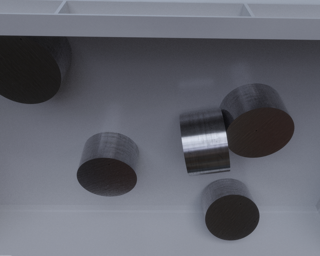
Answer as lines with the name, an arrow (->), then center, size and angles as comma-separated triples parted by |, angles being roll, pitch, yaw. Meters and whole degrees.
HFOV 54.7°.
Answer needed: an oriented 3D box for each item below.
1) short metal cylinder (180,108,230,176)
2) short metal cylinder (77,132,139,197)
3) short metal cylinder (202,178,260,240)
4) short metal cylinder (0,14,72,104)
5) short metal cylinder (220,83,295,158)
short metal cylinder -> 0.056, 0.018, 0.389 | 0.050, 0.080, 0.080 | -9, 130, 7
short metal cylinder -> -0.071, 0.052, 0.436 | 0.081, 0.050, 0.079 | 0, 130, 0
short metal cylinder -> 0.108, 0.126, 0.484 | 0.080, 0.050, 0.079 | 0, 108, 1
short metal cylinder -> -0.140, -0.072, 0.330 | 0.081, 0.050, 0.079 | 0, 130, 0
short metal cylinder -> 0.118, -0.009, 0.386 | 0.081, 0.050, 0.079 | 0, 130, 0
